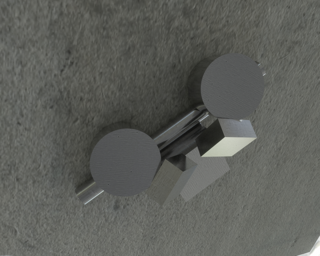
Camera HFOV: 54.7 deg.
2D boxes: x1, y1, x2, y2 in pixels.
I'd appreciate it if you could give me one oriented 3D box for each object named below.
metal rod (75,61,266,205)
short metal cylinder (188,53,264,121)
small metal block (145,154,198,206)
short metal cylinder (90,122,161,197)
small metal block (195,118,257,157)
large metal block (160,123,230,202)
[{"bbox_3d":[0.018,0.004,0.421,0.301,0.025,0.025,-36,129,-5],"label":"metal rod"},{"bbox_3d":[0.081,-0.051,0.387,0.081,0.050,0.079,-2,100,-12],"label":"short metal cylinder"},{"bbox_3d":[0.015,0.061,0.376,0.050,0.025,0.050,-61,159,16],"label":"small metal block"},{"bbox_3d":[-0.043,0.036,0.374,0.081,0.050,0.079,-2,100,-13],"label":"short metal cylinder"},{"bbox_3d":[0.080,0.013,0.381,0.050,0.025,0.050,2,148,-30],"label":"small metal block"},{"bbox_3d":[0.043,0.046,0.444,0.080,0.050,0.080,-36,130,-5],"label":"large metal block"}]
